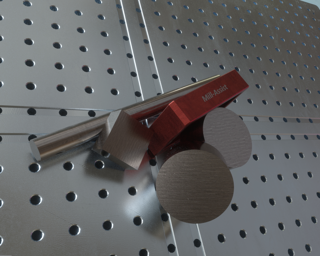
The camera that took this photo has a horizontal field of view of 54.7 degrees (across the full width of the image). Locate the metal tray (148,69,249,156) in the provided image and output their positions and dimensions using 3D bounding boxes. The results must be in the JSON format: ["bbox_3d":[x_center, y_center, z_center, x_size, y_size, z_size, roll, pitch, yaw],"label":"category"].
[{"bbox_3d":[0.046,-0.021,0.399,0.131,0.090,0.030,-30,79,-38],"label":"metal tray"}]

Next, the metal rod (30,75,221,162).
[{"bbox_3d":[-0.017,-0.025,0.409,0.302,0.025,0.025,-24,75,-36],"label":"metal rod"}]

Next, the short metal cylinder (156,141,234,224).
[{"bbox_3d":[0.038,0.058,0.345,0.080,0.080,0.050,40,9,-1],"label":"short metal cylinder"}]

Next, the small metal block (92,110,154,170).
[{"bbox_3d":[-0.041,0.015,0.356,0.050,0.025,0.050,36,65,-29],"label":"small metal block"}]

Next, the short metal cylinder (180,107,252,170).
[{"bbox_3d":[0.074,0.019,0.409,0.081,0.050,0.080,13,64,-28],"label":"short metal cylinder"}]
